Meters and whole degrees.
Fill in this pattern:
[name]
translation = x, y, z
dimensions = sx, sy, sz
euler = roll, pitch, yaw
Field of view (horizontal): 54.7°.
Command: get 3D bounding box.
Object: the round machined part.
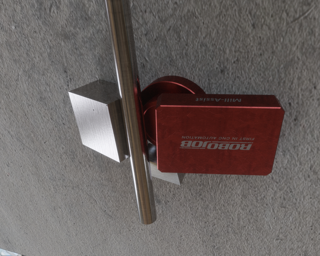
[round machined part]
translation = 0.013, -0.011, 0.383
dimensions = 0.098, 0.042, 0.097
euler = 13, 124, 21

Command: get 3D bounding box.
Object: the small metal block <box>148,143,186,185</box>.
[small metal block]
translation = 0.007, 0.050, 0.423
dimensions = 0.050, 0.025, 0.050
euler = 15, 150, 20

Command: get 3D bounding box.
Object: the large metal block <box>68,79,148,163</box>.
[large metal block]
translation = -0.067, -0.012, 0.405
dimensions = 0.080, 0.050, 0.079
euler = 19, 128, 39

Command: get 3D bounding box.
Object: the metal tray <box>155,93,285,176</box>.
[metal tray]
translation = 0.062, 0.008, 0.349
dimensions = 0.131, 0.030, 0.089
euler = 1, 122, 4

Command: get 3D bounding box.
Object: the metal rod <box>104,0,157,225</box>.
[metal rod]
translation = -0.030, -0.006, 0.366
dimensions = 0.025, 0.025, 0.298
euler = 7, 120, 24
